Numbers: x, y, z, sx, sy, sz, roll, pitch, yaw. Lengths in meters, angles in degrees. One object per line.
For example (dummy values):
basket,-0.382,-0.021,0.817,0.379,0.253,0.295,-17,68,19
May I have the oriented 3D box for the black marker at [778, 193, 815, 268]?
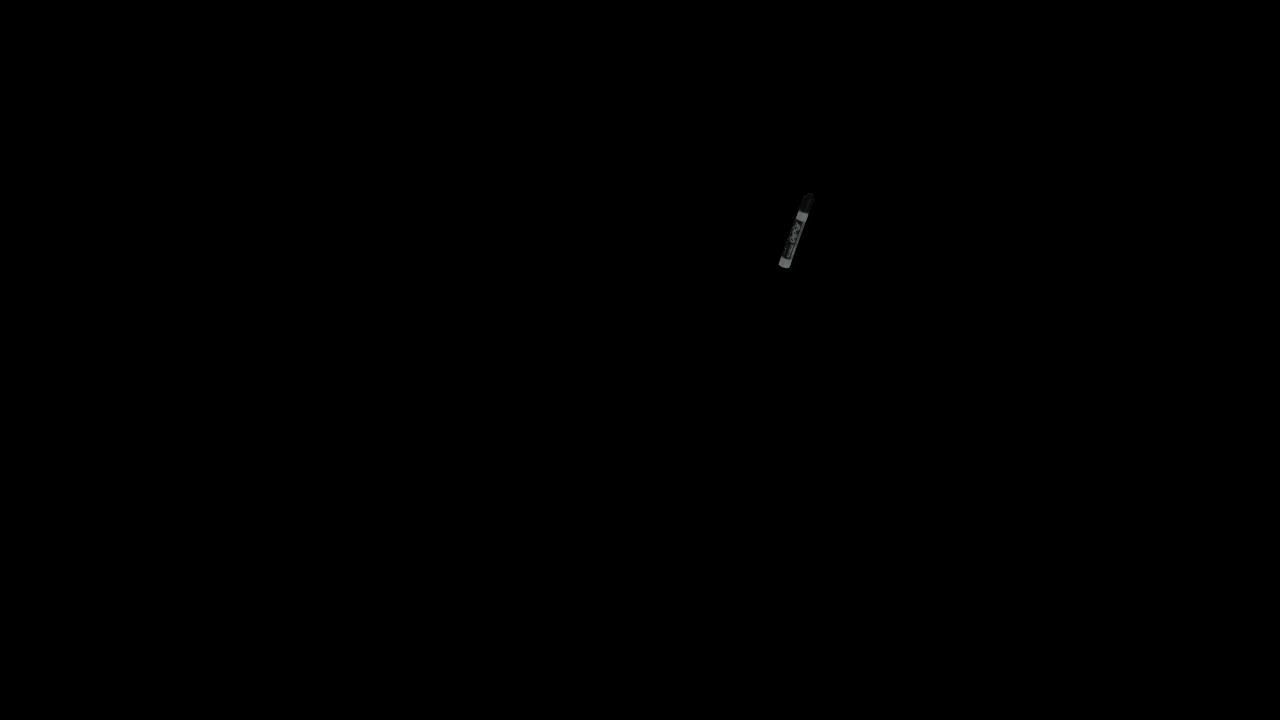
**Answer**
black marker,0.247,-0.204,0.969,0.020,0.121,0.020,11,30,-6
